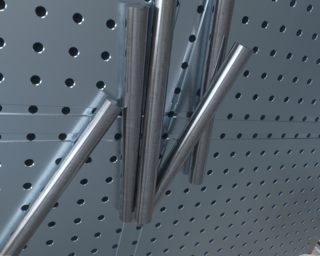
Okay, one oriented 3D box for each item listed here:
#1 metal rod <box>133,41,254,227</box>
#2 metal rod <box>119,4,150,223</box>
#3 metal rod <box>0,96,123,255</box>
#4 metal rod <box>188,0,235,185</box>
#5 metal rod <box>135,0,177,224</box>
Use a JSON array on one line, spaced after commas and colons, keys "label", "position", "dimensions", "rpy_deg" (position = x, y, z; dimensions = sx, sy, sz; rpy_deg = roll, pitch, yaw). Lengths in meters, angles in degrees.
[{"label": "metal rod", "position": [0.033, 0.024, 0.422], "dimensions": [0.025, 0.025, 0.298], "rpy_deg": [12, 118, -34]}, {"label": "metal rod", "position": [-0.036, 0.003, 0.392], "dimensions": [0.025, 0.025, 0.298], "rpy_deg": [-9, 122, -24]}, {"label": "metal rod", "position": [-0.142, 0.088, 0.387], "dimensions": [0.025, 0.025, 0.299], "rpy_deg": [29, 102, -38]}, {"label": "metal rod", "position": [0.066, -0.046, 0.417], "dimensions": [0.025, 0.025, 0.298], "rpy_deg": [-10, 123, -23]}, {"label": "metal rod", "position": [-0.009, -0.006, 0.386], "dimensions": [0.025, 0.025, 0.298], "rpy_deg": [-6, 116, -26]}]
